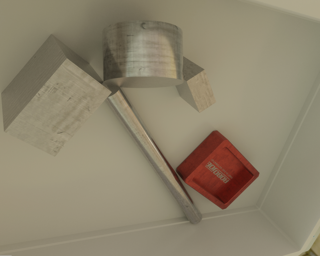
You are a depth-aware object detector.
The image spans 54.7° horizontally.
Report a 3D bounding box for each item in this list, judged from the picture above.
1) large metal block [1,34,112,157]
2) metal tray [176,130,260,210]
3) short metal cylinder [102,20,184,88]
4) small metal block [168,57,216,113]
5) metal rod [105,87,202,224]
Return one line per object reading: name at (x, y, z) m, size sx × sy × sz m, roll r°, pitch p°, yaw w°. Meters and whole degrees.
large metal block at (-0.103, -0.034, 0.297) m, size 0.080 × 0.080 × 0.050 m, roll -48°, pitch 129°, yaw 5°
metal tray at (0.098, 0.072, 0.506) m, size 0.090 × 0.030 × 0.130 m, roll -46°, pitch 130°, yaw 4°
short metal cylinder at (-0.017, -0.070, 0.312) m, size 0.081 × 0.080 × 0.050 m, roll -1°, pitch 90°, yaw -28°
small metal block at (0.039, -0.054, 0.382) m, size 0.025 × 0.050 × 0.050 m, roll -34°, pitch 129°, yaw -6°
metal rod at (0.003, 0.057, 0.446) m, size 0.025 × 0.025 × 0.299 m, roll -35°, pitch 129°, yaw -5°
